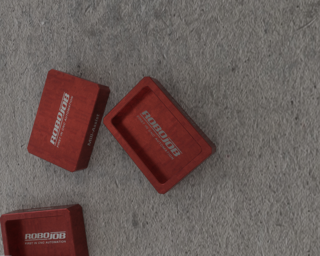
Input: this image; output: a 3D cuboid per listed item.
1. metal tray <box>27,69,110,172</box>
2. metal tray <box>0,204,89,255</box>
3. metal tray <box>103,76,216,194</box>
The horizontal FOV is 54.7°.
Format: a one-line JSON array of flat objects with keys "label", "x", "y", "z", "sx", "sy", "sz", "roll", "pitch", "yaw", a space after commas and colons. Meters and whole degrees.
[{"label": "metal tray", "x": -0.135, "y": -0.012, "z": 0.454, "sx": 0.090, "sy": 0.030, "sz": 0.129, "roll": 20, "pitch": 97, "yaw": 18}, {"label": "metal tray", "x": -0.176, "y": 0.168, "z": 0.468, "sx": 0.130, "sy": 0.030, "sz": 0.089, "roll": -10, "pitch": 87, "yaw": 19}, {"label": "metal tray", "x": -0.003, "y": 0.008, "z": 0.407, "sx": 0.090, "sy": 0.030, "sz": 0.130, "roll": -43, "pitch": 77, "yaw": 15}]
